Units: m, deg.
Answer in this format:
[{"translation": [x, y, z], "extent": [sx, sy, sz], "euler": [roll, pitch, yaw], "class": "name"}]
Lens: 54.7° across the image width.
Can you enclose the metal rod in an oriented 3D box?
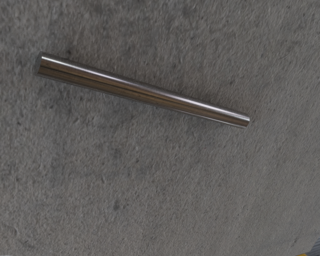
[{"translation": [0.003, -0.037, 0.387], "extent": [0.302, 0.025, 0.025], "euler": [12, 112, -34], "class": "metal rod"}]
